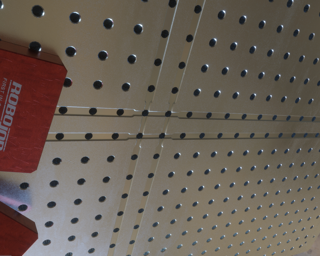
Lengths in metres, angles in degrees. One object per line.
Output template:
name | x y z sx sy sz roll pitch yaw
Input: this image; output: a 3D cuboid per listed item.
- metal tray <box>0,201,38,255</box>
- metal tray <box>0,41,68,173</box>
metal tray | -0.220 0.145 0.351 0.130 0.030 0.090 -48 120 -10
metal tray | -0.158 -0.018 0.311 0.091 0.030 0.129 11 113 -33
